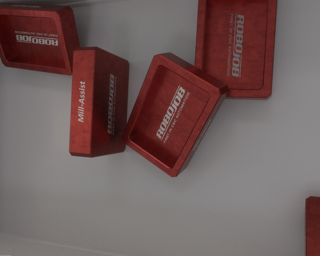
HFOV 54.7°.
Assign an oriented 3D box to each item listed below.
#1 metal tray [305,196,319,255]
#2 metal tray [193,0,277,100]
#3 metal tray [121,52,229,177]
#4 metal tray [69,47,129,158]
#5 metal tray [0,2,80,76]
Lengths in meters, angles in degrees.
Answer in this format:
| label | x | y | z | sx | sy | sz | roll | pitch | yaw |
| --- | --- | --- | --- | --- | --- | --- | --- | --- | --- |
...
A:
| label | x | y | z | sx | sy | sz | roll | pitch | yaw |
| --- | --- | --- | --- | --- | --- | --- | --- | --- | --- |
| metal tray | 0.187 | 0.129 | 0.292 | 0.090 | 0.130 | 0.030 | 2 | 130 | 23 |
| metal tray | 0.091 | -0.101 | 0.375 | 0.090 | 0.030 | 0.129 | 4 | 91 | 19 |
| metal tray | 0.014 | -0.015 | 0.381 | 0.090 | 0.030 | 0.129 | 34 | 120 | 16 |
| metal tray | -0.076 | -0.031 | 0.402 | 0.030 | 0.090 | 0.129 | 3 | 91 | 20 |
| metal tray | -0.181 | -0.129 | 0.448 | 0.130 | 0.030 | 0.089 | 10 | 126 | 19 |
